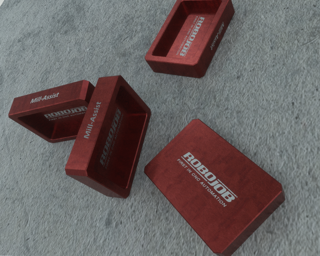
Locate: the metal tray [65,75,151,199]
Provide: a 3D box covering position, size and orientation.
[{"bbox_3d":[-0.057,0.012,0.384,0.030,0.090,0.130,0,61,28],"label":"metal tray"}]

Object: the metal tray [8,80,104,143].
[{"bbox_3d":[-0.134,-0.019,0.443,0.130,0.090,0.030,-10,58,23],"label":"metal tray"}]

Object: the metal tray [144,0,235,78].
[{"bbox_3d":[0.045,-0.140,0.462,0.090,0.030,0.130,15,69,34],"label":"metal tray"}]

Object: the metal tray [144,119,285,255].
[{"bbox_3d":[0.054,0.059,0.336,0.090,0.030,0.130,-44,51,-3],"label":"metal tray"}]
